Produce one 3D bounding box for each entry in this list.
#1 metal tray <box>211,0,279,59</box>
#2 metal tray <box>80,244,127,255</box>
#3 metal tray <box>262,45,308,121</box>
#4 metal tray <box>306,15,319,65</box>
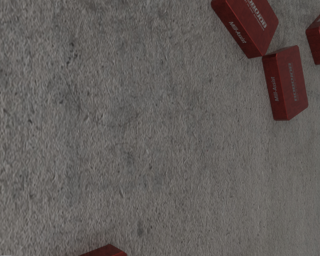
[{"bbox_3d":[0.148,-0.194,0.524,0.130,0.030,0.090,42,65,-32],"label":"metal tray"},{"bbox_3d":[-0.077,0.206,0.336,0.091,0.030,0.129,-7,95,-40],"label":"metal tray"},{"bbox_3d":[0.248,-0.089,0.609,0.091,0.030,0.129,-26,107,-37],"label":"metal tray"},{"bbox_3d":[0.394,-0.219,0.730,0.131,0.030,0.090,-43,116,-31],"label":"metal tray"}]
